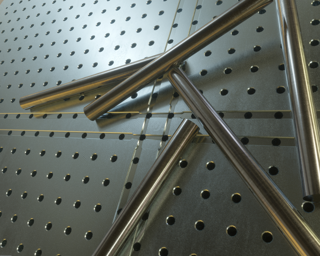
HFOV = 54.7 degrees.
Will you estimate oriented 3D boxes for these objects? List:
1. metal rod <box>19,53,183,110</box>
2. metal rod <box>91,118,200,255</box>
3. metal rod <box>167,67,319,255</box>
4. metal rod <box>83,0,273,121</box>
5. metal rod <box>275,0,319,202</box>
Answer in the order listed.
[{"bbox_3d":[-0.107,-0.075,0.508,0.301,0.025,0.025,-13,57,20],"label":"metal rod"},{"bbox_3d":[-0.044,0.116,0.358,0.025,0.025,0.300,26,75,36],"label":"metal rod"},{"bbox_3d":[0.083,0.024,0.349,0.025,0.025,0.300,-35,51,5],"label":"metal rod"},{"bbox_3d":[0.014,-0.096,0.435,0.300,0.025,0.025,-31,52,16],"label":"metal rod"},{"bbox_3d":[0.161,-0.064,0.363,0.025,0.025,0.299,-8,58,23],"label":"metal rod"}]
